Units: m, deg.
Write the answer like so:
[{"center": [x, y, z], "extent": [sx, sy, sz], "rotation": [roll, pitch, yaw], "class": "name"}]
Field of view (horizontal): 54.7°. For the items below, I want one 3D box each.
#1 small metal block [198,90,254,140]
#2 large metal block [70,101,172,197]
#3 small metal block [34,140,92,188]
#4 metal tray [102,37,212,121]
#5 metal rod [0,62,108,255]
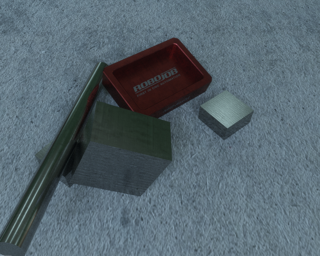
[{"center": [0.089, -0.018, 0.420], "extent": [0.050, 0.025, 0.050], "rotation": [-31, 57, -24], "class": "small metal block"}, {"center": [-0.042, 0.026, 0.328], "extent": [0.081, 0.080, 0.050], "rotation": [16, 47, -20], "class": "large metal block"}, {"center": [-0.110, 0.035, 0.372], "extent": [0.050, 0.025, 0.050], "rotation": [29, 56, 22], "class": "small metal block"}, {"center": [-0.003, -0.067, 0.438], "extent": [0.131, 0.030, 0.090], "rotation": [-30, 74, -25], "class": "metal tray"}, {"center": [-0.105, 0.004, 0.364], "extent": [0.025, 0.025, 0.300], "rotation": [5, 40, 4], "class": "metal rod"}]
